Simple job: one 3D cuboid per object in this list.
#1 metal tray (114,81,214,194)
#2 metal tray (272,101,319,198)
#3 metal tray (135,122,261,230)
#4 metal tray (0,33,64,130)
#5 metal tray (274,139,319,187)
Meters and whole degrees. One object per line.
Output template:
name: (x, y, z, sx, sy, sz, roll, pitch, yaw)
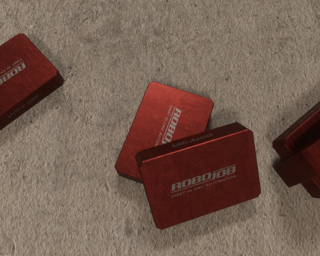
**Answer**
metal tray: (0.008, 0.012, 0.401, 0.090, 0.030, 0.130, 19, 71, 6)
metal tray: (0.218, 0.015, 0.386, 0.131, 0.030, 0.090, -37, 89, -13)
metal tray: (0.046, 0.054, 0.358, 0.131, 0.030, 0.089, -17, 110, -7)
metal tray: (-0.213, -0.060, 0.425, 0.130, 0.030, 0.090, -41, 75, -14)
metal tray: (0.210, 0.018, 0.369, 0.131, 0.090, 0.030, -30, 73, -11)
